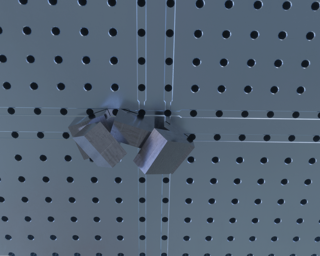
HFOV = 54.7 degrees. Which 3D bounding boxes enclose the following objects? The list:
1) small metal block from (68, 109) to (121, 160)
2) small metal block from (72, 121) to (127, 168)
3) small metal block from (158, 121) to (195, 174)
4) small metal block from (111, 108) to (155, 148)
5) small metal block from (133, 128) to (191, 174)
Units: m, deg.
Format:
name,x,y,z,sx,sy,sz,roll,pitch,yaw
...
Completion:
name,x,y,z,sx,sy,sz,roll,pitch,yaw
small metal block,-0.086,0.009,0.416,0.050,0.025,0.050,-18,109,6
small metal block,-0.074,0.021,0.377,0.025,0.050,0.050,-46,108,-25
small metal block,0.011,0.027,0.424,0.050,0.025,0.050,34,106,-12
small metal block,-0.035,0.001,0.400,0.050,0.050,0.025,18,109,-7
small metal block,0.003,0.030,0.383,0.050,0.025,0.050,11,118,-52
